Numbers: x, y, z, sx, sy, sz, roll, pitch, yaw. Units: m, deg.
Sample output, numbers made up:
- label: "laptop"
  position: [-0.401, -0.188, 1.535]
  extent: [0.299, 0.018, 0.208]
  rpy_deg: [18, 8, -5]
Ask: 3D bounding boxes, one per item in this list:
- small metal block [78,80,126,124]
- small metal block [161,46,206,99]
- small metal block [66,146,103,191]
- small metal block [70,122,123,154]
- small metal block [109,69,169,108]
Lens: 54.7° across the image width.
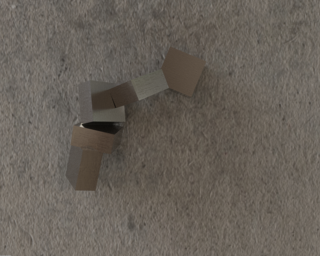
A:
- label: "small metal block"
  position: [-0.073, -0.031, 0.393]
  extent: [0.025, 0.050, 0.050]
  rpy_deg: [-10, 84, 42]
- label: "small metal block"
  position: [0.027, -0.072, 0.410]
  extent: [0.050, 0.025, 0.050]
  rpy_deg: [23, 90, -1]
- label: "small metal block"
  position: [-0.097, 0.046, 0.391]
  extent: [0.025, 0.050, 0.050]
  rpy_deg: [8, 98, -31]
- label: "small metal block"
  position: [-0.078, 0.010, 0.393]
  extent: [0.050, 0.050, 0.025]
  rpy_deg: [13, 102, 3]
- label: "small metal block"
  position: [-0.026, -0.049, 0.386]
  extent: [0.050, 0.050, 0.025]
  rpy_deg: [-28, 101, -38]
